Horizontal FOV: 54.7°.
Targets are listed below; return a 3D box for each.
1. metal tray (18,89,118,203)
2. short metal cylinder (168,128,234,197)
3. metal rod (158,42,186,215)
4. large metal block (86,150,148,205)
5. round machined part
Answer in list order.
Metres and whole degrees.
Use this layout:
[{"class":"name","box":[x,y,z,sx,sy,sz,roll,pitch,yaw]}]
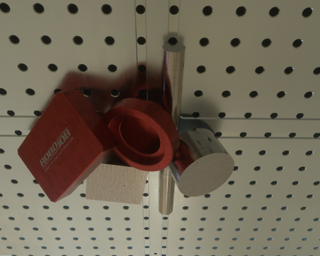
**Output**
[{"class":"metal tray","box":[-0.122,0.025,0.396,0.129,0.030,0.090,-44,80,30]},{"class":"short metal cylinder","box":[0.052,0.047,0.418,0.081,0.050,0.079,-14,132,-15]},{"class":"metal rod","box":[0.013,0.025,0.434,0.025,0.025,0.298,1,130,-1]},{"class":"large metal block","box":[-0.061,0.063,0.448,0.081,0.050,0.079,8,130,-7]},{"class":"round machined part","box":[-0.020,0.004,0.387,0.098,0.042,0.097,16,132,19]}]
